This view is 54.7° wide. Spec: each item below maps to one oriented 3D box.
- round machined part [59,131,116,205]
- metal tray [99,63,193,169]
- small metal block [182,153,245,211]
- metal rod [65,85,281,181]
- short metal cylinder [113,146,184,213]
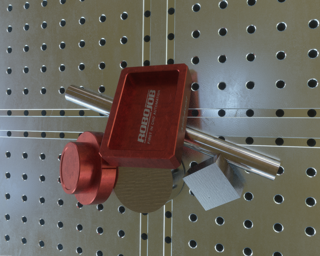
[{"bbox_3d":[-0.100,0.052,0.410,0.098,0.042,0.097,-9,78,52],"label":"round machined part"},{"bbox_3d":[-0.014,-0.017,0.379,0.090,0.030,0.130,0,61,19],"label":"metal tray"},{"bbox_3d":[0.064,0.065,0.374,0.050,0.025,0.050,-33,95,33],"label":"small metal block"},{"bbox_3d":[0.003,-0.001,0.407,0.301,0.025,0.025,21,97,18],"label":"metal rod"},{"bbox_3d":[-0.014,0.064,0.400,0.080,0.050,0.079,0,90,20],"label":"short metal cylinder"}]
